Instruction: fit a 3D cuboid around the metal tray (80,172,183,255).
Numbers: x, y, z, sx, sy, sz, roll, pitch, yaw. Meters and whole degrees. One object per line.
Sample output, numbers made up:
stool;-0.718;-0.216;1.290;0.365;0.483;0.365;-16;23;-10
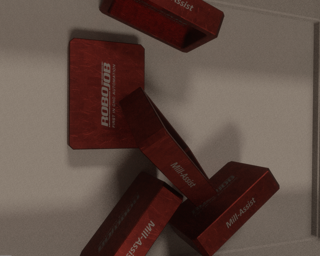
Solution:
metal tray;-0.037;0.117;0.363;0.030;0.090;0.130;41;77;-16

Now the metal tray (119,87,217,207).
metal tray;0.011;0.023;0.353;0.030;0.090;0.130;-35;130;5

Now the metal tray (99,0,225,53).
metal tray;-0.001;-0.140;0.376;0.131;0.090;0.030;21;83;-19

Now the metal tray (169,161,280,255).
metal tray;0.080;0.099;0.406;0.131;0.090;0.030;-38;103;-16

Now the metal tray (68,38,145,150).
metal tray;-0.067;-0.040;0.384;0.091;0.030;0.129;0;90;-21
